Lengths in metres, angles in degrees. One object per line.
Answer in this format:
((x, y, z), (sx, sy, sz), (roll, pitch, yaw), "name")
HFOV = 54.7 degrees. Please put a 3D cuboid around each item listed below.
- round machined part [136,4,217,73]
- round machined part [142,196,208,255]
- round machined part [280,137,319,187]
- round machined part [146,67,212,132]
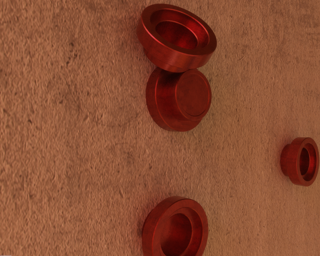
((0.018, -0.108, 0.387), (0.099, 0.042, 0.098), (13, 49, -15), "round machined part")
((0.015, 0.138, 0.407), (0.099, 0.042, 0.097), (0, 90, -40), "round machined part")
((0.281, 0.067, 0.629), (0.099, 0.042, 0.097), (0, 90, -40), "round machined part")
((0.032, -0.043, 0.420), (0.099, 0.042, 0.097), (0, 90, -40), "round machined part")
